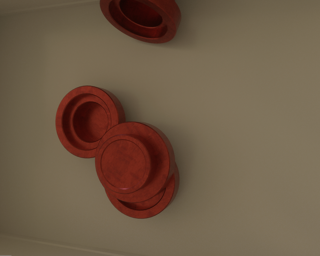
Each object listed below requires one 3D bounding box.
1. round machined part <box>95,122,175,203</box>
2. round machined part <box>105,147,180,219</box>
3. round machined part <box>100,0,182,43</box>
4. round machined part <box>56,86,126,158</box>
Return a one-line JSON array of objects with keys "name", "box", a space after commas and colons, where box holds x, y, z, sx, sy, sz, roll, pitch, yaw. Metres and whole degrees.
[{"name": "round machined part", "box": [-0.035, 0.041, 0.368, 0.098, 0.042, 0.097, 0, 90, 19]}, {"name": "round machined part", "box": [-0.021, 0.065, 0.408, 0.098, 0.042, 0.097, 0, 90, 19]}, {"name": "round machined part", "box": [-0.020, -0.150, 0.381, 0.098, 0.098, 0.042, 15, 76, 19]}, {"name": "round machined part", "box": [-0.092, -0.008, 0.433, 0.098, 0.042, 0.097, 0, 90, 19]}]
